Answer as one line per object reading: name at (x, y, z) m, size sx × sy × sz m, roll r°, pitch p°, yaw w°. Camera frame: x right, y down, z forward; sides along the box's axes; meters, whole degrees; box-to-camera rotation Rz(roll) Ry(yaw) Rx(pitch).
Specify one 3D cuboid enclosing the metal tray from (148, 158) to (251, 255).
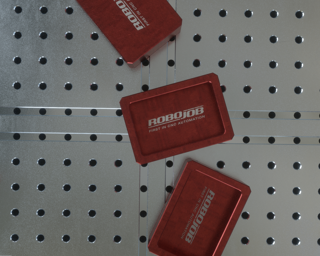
metal tray at (0.051, 0.116, 0.411) m, size 0.090 × 0.030 × 0.130 m, roll 25°, pitch 90°, yaw 0°

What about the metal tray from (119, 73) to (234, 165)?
metal tray at (0.022, -0.012, 0.410) m, size 0.131 × 0.030 × 0.090 m, roll -15°, pitch 90°, yaw 0°

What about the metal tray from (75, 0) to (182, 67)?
metal tray at (-0.044, -0.158, 0.410) m, size 0.090 × 0.030 × 0.130 m, roll -39°, pitch 90°, yaw 0°
